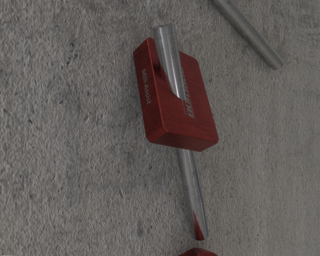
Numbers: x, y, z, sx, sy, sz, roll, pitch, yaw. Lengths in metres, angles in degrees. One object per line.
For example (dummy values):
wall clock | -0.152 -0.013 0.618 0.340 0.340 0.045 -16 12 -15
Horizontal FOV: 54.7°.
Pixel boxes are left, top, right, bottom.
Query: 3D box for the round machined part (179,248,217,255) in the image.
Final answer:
round machined part | 0.043 0.216 0.430 0.099 0.042 0.097 0 90 -40

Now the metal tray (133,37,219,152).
metal tray | 0.019 -0.040 0.381 0.091 0.030 0.130 13 55 -39

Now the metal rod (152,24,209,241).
metal rod | 0.032 0.023 0.396 0.025 0.025 0.298 -30 119 -36

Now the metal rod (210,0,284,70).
metal rod | 0.120 -0.185 0.504 0.301 0.025 0.025 31 71 -36
